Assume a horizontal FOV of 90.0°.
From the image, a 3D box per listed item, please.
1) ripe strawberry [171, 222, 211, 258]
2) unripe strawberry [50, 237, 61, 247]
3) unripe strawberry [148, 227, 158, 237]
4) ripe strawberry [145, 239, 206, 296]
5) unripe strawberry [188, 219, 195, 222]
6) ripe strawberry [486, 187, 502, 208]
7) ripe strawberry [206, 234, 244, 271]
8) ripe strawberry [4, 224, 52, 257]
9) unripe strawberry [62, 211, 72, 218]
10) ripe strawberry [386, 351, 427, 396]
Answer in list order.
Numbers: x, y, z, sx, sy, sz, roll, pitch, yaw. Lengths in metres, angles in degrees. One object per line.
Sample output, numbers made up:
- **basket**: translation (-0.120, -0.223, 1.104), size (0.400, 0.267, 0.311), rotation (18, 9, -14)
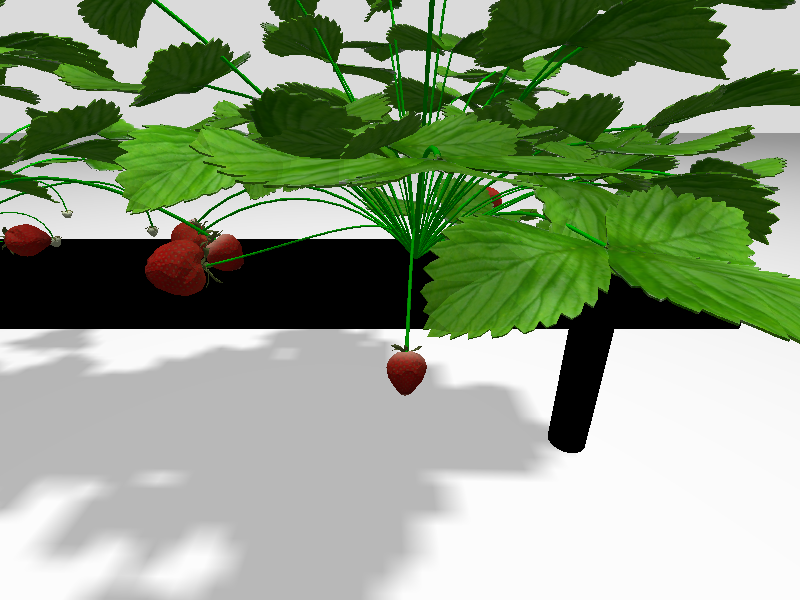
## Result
- **ripe strawberry**: translation (-0.190, -0.051, 0.361), size (0.035, 0.035, 0.033), rotation (-32, 21, 14)
- **unripe strawberry**: translation (-0.327, -0.055, 0.380), size (0.010, 0.010, 0.009), rotation (-4, 25, -9)
- **unripe strawberry**: translation (-0.262, -0.072, 0.425), size (0.010, 0.010, 0.011), rotation (-9, 26, -19)
- **ripe strawberry**: translation (-0.159, -0.023, 0.285), size (0.038, 0.040, 0.035), rotation (-12, 27, -23)
- **unripe strawberry**: translation (-0.227, -0.080, 0.440), size (0.016, 0.016, 0.014), rotation (-25, 12, 28)
- **ripe strawberry**: translation (0.112, -0.128, 0.518), size (0.043, 0.037, 0.043), rotation (13, 27, 26)
- **ripe strawberry**: translation (-0.147, -0.039, 0.340), size (0.030, 0.031, 0.029), rotation (-35, 17, 19)
- **ripe strawberry**: translation (-0.340, -0.054, 0.367), size (0.030, 0.029, 0.033), rotation (-1, 24, -4)
- **unripe strawberry**: translation (-0.420, -0.108, 0.505), size (0.009, 0.010, 0.010), rotation (2, 25, 5)
- **ripe strawberry**: translation (0.003, 0.035, 0.188), size (0.019, 0.020, 0.020), rotation (1, -19, 3)
